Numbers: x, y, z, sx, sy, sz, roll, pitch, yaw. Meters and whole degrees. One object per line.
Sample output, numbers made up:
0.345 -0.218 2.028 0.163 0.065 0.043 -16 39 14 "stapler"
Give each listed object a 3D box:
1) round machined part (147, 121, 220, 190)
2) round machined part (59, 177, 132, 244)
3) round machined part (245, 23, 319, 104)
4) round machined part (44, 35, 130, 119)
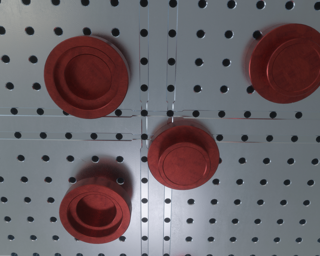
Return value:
0.032 0.043 0.420 0.099 0.042 0.097 0 110 0 "round machined part"
-0.089 0.113 0.445 0.099 0.042 0.097 0 110 0 "round machined part"
0.158 -0.076 0.377 0.099 0.042 0.097 0 110 0 "round machined part"
-0.086 -0.063 0.380 0.099 0.042 0.097 0 110 0 "round machined part"
